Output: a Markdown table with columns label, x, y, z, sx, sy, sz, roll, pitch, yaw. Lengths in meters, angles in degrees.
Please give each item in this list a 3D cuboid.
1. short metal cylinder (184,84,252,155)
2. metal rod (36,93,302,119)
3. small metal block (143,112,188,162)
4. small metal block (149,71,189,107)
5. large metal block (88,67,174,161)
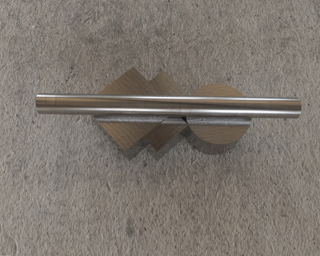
| label | x | y | z | sx | sy | sz | roll | pitch | yaw |
| --- | --- | --- | --- | --- | --- | --- | --- | --- | --- |
| short metal cylinder | 0.071 | -0.010 | 0.400 | 0.081 | 0.050 | 0.080 | 0 | 70 | 0 |
| metal rod | 0.010 | -0.026 | 0.364 | 0.302 | 0.025 | 0.025 | 1 | 70 | 0 |
| small metal block | 0.007 | 0.012 | 0.393 | 0.050 | 0.050 | 0.025 | -40 | 75 | -13 |
| small metal block | 0.012 | -0.040 | 0.411 | 0.025 | 0.050 | 0.050 | -41 | 76 | -13 |
| large metal block | -0.037 | -0.018 | 0.401 | 0.080 | 0.050 | 0.080 | -40 | 75 | -13 |
